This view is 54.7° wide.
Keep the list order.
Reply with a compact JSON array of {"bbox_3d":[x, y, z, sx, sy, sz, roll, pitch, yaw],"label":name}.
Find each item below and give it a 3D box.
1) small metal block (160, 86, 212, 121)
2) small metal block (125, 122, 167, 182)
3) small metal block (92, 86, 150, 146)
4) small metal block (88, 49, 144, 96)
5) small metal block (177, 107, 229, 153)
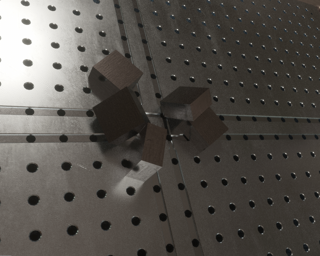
[{"bbox_3d":[0.037,-0.035,0.433,0.050,0.050,0.025,-41,127,-39],"label":"small metal block"},{"bbox_3d":[-0.016,0.029,0.367,0.025,0.050,0.050,21,54,-17],"label":"small metal block"},{"bbox_3d":[-0.046,-0.014,0.375,0.050,0.050,0.025,62,10,16],"label":"small metal block"},{"bbox_3d":[-0.059,-0.072,0.421,0.050,0.025,0.050,41,51,-1],"label":"small metal block"},{"bbox_3d":[0.062,-0.001,0.444,0.050,0.025,0.050,-35,81,-39],"label":"small metal block"}]
